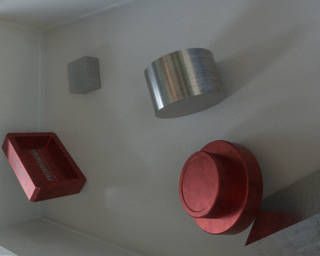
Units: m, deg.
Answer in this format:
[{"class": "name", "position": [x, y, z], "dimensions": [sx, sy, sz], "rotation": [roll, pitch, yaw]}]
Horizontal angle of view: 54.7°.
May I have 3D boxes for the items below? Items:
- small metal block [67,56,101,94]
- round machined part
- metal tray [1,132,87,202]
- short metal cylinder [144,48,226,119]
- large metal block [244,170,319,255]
[{"class": "small metal block", "position": [-0.124, -0.085, 0.507], "dimensions": [0.050, 0.025, 0.050], "rotation": [-9, 84, 39]}, {"class": "round machined part", "position": [0.056, 0.061, 0.325], "dimensions": [0.098, 0.042, 0.098], "rotation": [-32, 52, 53]}, {"class": "metal tray", "position": [-0.196, 0.060, 0.522], "dimensions": [0.130, 0.091, 0.030], "rotation": [46, 118, 29]}, {"class": "short metal cylinder", "position": [0.027, -0.047, 0.347], "dimensions": [0.080, 0.081, 0.050], "rotation": [-23, 76, 37]}, {"class": "large metal block", "position": [0.127, 0.081, 0.258], "dimensions": [0.080, 0.080, 0.050], "rotation": [-41, 85, 32]}]
